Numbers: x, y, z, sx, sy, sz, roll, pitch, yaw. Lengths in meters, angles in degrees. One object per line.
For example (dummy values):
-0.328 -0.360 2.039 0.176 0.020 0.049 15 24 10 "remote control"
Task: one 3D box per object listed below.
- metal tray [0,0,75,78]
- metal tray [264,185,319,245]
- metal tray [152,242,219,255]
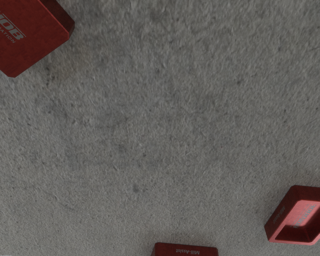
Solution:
-0.161 -0.121 0.298 0.090 0.030 0.130 -27 126 21 "metal tray"
0.250 0.155 0.540 0.091 0.030 0.129 7 130 -6 "metal tray"
0.047 0.279 0.642 0.131 0.030 0.089 8 130 -8 "metal tray"
